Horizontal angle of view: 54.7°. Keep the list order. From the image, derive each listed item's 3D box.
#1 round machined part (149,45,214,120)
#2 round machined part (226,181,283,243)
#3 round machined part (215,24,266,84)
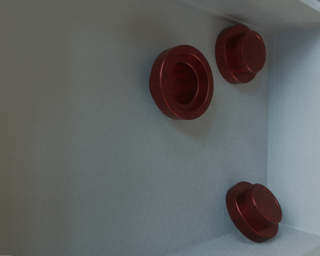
[{"bbox_3d":[0.025,-0.059,0.418,0.099,0.042,0.097,0,90,-40],"label":"round machined part"},{"bbox_3d":[0.157,0.129,0.499,0.098,0.042,0.098,26,39,-24],"label":"round machined part"},{"bbox_3d":[0.140,-0.124,0.515,0.099,0.042,0.097,0,90,-40],"label":"round machined part"}]
